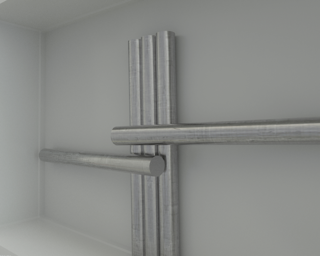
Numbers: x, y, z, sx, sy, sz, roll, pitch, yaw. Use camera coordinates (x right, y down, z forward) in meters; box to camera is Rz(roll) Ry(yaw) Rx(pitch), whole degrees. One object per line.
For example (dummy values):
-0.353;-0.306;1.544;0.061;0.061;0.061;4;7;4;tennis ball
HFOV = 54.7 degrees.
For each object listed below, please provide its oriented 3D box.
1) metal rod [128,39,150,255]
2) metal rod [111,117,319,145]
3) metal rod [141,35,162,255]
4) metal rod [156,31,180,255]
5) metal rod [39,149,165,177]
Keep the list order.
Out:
-0.029;0.029;0.427;0.025;0.025;0.298;-2;89;39;metal rod
0.070;0.005;0.324;0.300;0.025;0.025;-2;89;33;metal rod
-0.010;0.029;0.411;0.025;0.025;0.298;-2;89;39;metal rod
0.010;0.028;0.395;0.025;0.025;0.298;-2;89;39;metal rod
-0.109;0.048;0.471;0.300;0.025;0.025;-1;89;45;metal rod
